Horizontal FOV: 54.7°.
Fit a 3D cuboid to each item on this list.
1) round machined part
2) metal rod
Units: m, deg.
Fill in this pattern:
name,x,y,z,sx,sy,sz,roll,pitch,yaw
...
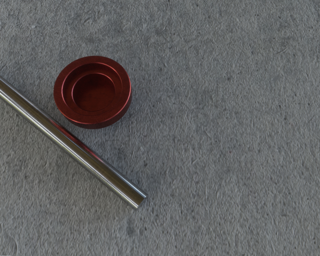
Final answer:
name,x,y,z,sx,sy,sz,roll,pitch,yaw
round machined part,-0.087,-0.044,0.414,0.099,0.042,0.098,0,70,0
metal rod,-0.139,0.003,0.405,0.300,0.025,0.025,37,74,12
